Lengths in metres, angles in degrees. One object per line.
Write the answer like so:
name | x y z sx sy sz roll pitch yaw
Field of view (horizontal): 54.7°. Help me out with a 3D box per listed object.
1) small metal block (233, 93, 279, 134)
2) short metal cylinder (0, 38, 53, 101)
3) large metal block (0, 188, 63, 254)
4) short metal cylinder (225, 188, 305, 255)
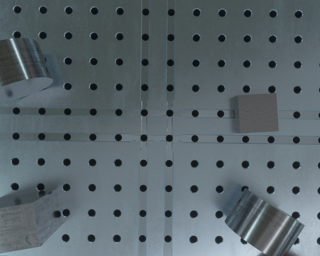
small metal block | 0.128 -0.019 0.414 0.050 0.025 0.050 -3 90 0
short metal cylinder | -0.182 -0.070 0.384 0.080 0.080 0.050 -21 90 0
large metal block | -0.177 0.114 0.384 0.080 0.080 0.050 -10 90 0
short metal cylinder | 0.129 0.119 0.387 0.080 0.080 0.050 32 90 0
